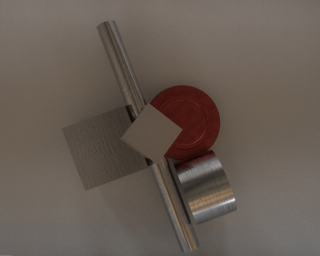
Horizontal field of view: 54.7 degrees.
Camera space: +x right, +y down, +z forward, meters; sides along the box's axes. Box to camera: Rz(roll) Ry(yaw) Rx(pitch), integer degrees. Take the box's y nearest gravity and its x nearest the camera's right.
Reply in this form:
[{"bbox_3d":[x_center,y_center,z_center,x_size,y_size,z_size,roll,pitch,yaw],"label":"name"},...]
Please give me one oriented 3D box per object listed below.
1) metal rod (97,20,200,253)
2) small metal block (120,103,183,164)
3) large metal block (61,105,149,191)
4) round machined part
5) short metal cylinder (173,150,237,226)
[{"bbox_3d":[-0.015,0.011,0.389,0.025,0.025,0.299,-21,90,0],"label":"metal rod"},{"bbox_3d":[-0.011,0.007,0.361,0.050,0.025,0.050,38,78,-7],"label":"small metal block"},{"bbox_3d":[-0.066,0.024,0.394,0.080,0.050,0.080,-20,90,-1],"label":"large metal block"},{"bbox_3d":[0.029,-0.007,0.401,0.099,0.042,0.097,0,90,-1],"label":"round machined part"},{"bbox_3d":[0.054,0.073,0.383,0.050,0.080,0.080,-21,90,0],"label":"short metal cylinder"}]
